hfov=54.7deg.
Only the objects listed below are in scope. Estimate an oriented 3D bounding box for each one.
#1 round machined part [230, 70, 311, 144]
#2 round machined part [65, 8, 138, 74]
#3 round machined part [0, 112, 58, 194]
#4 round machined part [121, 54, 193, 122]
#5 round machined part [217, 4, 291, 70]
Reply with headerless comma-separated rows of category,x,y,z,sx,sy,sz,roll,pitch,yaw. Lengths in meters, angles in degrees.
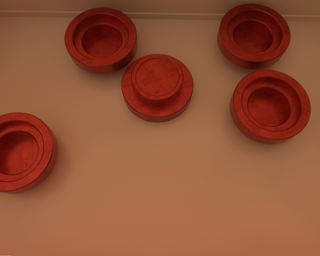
round machined part,0.142,-0.025,0.411,0.099,0.042,0.098,0,70,-1
round machined part,-0.081,-0.119,0.443,0.099,0.042,0.098,0,70,-1
round machined part,-0.177,0.033,0.386,0.099,0.042,0.098,0,70,-1
round machined part,-0.003,-0.060,0.423,0.099,0.042,0.098,0,70,-1
round machined part,0.132,-0.127,0.449,0.099,0.042,0.098,0,70,-1
